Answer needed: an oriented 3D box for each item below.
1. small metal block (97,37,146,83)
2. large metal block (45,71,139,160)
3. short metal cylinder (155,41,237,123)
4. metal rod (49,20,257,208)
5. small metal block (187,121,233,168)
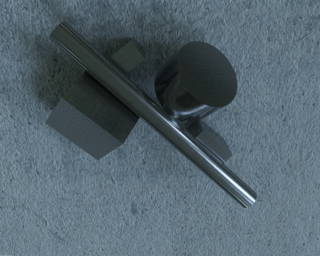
[{"bbox_3d":[-0.044,-0.080,0.368,0.050,0.050,0.025,-37,106,12],"label":"small metal block"},{"bbox_3d":[-0.080,-0.013,0.373,0.080,0.050,0.080,39,146,-14],"label":"large metal block"},{"bbox_3d":[0.041,-0.052,0.357,0.080,0.080,0.050,37,147,-13],"label":"short metal cylinder"},{"bbox_3d":[0.003,-0.005,0.356,0.300,0.025,0.025,41,105,-14],"label":"metal rod"},{"bbox_3d":[0.062,0.018,0.402,0.050,0.050,0.025,39,105,-14],"label":"small metal block"}]
